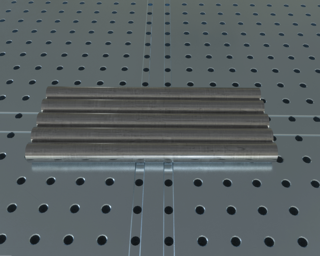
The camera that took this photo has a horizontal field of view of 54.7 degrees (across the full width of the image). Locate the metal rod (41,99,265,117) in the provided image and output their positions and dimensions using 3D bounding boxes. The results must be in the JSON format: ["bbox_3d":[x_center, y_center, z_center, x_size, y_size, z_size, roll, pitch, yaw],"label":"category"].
[{"bbox_3d":[-0.009,-0.027,0.430,0.302,0.025,0.025,0,50,0],"label":"metal rod"}]

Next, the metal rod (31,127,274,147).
[{"bbox_3d":[-0.009,0.012,0.397,0.302,0.025,0.025,0,50,0],"label":"metal rod"}]

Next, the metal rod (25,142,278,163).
[{"bbox_3d":[-0.009,0.030,0.382,0.302,0.025,0.025,0,50,-1],"label":"metal rod"}]

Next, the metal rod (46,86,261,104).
[{"bbox_3d":[-0.009,-0.047,0.447,0.302,0.025,0.025,0,50,0],"label":"metal rod"}]

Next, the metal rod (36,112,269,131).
[{"bbox_3d":[-0.009,-0.008,0.414,0.302,0.025,0.025,0,50,0],"label":"metal rod"}]
